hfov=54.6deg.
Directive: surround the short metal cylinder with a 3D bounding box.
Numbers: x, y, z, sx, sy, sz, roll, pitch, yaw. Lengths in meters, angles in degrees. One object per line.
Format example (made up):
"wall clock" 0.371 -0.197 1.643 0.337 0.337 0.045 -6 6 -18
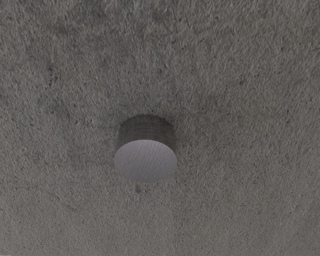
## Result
"short metal cylinder" -0.018 0.028 0.414 0.080 0.050 0.080 0 130 0
